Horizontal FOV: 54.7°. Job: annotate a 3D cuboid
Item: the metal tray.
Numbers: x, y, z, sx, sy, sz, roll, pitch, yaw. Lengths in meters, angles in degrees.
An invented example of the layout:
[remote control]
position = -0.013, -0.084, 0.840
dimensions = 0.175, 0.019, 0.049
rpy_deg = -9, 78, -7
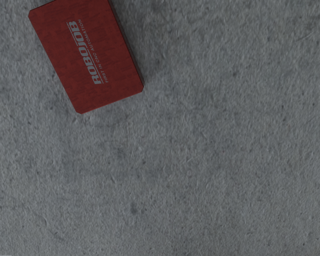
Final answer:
[metal tray]
position = -0.083, -0.092, 0.372
dimensions = 0.090, 0.030, 0.129
rpy_deg = -20, 109, 6
